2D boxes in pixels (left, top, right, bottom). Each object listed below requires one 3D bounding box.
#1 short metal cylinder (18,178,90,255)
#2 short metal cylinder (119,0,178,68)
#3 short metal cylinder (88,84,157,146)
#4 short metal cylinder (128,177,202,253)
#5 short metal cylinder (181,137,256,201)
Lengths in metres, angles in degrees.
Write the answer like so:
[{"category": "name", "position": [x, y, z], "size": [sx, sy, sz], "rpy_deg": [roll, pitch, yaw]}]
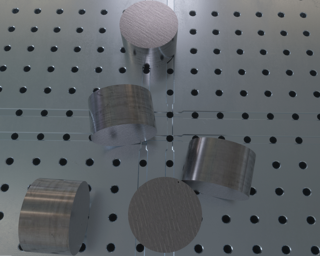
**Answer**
[{"category": "short metal cylinder", "position": [-0.114, 0.098, 0.346], "size": [0.050, 0.080, 0.080], "rpy_deg": [4, 70, 1]}, {"category": "short metal cylinder", "position": [-0.015, -0.135, 0.447], "size": [0.081, 0.050, 0.080], "rpy_deg": [0, 70, 0]}, {"category": "short metal cylinder", "position": [-0.047, -0.013, 0.387], "size": [0.081, 0.080, 0.050], "rpy_deg": [-8, 70, -3]}, {"category": "short metal cylinder", "position": [0.006, 0.101, 0.360], "size": [0.080, 0.050, 0.080], "rpy_deg": [0, 71, 1]}, {"category": "short metal cylinder", "position": [0.068, 0.050, 0.365], "size": [0.080, 0.080, 0.050], "rpy_deg": [14, 71, 5]}]
